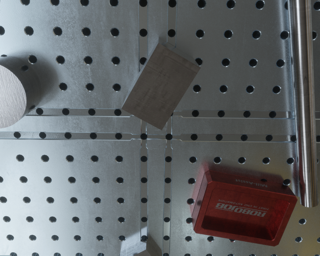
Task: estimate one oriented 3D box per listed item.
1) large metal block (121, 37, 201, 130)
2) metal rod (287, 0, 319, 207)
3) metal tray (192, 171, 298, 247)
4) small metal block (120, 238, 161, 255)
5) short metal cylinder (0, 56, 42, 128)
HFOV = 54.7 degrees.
[{"bbox_3d":[0.000,-0.055,0.364,0.050,0.080,0.080,29,108,-10],"label":"large metal block"},{"bbox_3d":[0.188,-0.028,0.404,0.025,0.025,0.298,-11,110,4],"label":"metal rod"},{"bbox_3d":[0.121,0.119,0.455,0.131,0.030,0.089,11,110,-5],"label":"metal tray"},{"bbox_3d":[-0.029,0.211,0.491,0.050,0.025,0.050,-30,108,10],"label":"small metal block"},{"bbox_3d":[-0.195,-0.045,0.382,0.081,0.050,0.079,0,110,0],"label":"short metal cylinder"}]
